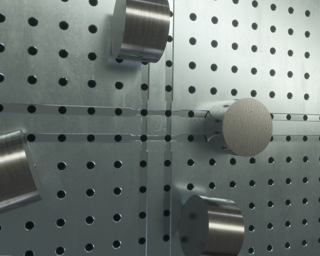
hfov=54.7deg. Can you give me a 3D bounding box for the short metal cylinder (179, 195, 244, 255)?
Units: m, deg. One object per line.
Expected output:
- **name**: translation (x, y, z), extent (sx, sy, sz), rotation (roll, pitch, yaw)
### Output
- **short metal cylinder**: translation (0.065, 0.132, 0.408), extent (0.050, 0.080, 0.080), rotation (13, 86, -20)

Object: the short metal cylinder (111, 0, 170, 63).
- **short metal cylinder**: translation (-0.026, -0.121, 0.373), extent (0.050, 0.080, 0.080), rotation (3, 89, -20)

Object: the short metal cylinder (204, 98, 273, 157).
- **short metal cylinder**: translation (0.111, -0.001, 0.440), extent (0.081, 0.050, 0.079), rotation (0, 90, -20)

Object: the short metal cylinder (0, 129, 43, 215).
- **short metal cylinder**: translation (-0.160, 0.046, 0.324), extent (0.050, 0.080, 0.080), rotation (-17, 96, -19)
